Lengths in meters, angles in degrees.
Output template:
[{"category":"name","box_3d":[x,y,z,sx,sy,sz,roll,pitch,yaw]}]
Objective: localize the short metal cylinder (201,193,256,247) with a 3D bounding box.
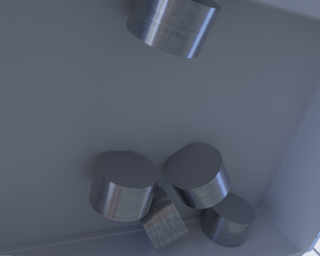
[{"category":"short metal cylinder","box_3d":[0.117,0.155,0.533,0.081,0.080,0.050,1,118,-29]}]

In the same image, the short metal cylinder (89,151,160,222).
[{"category":"short metal cylinder","box_3d":[-0.045,0.071,0.392,0.081,0.080,0.050,2,117,-30]}]

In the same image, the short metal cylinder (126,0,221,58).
[{"category":"short metal cylinder","box_3d":[0.013,-0.111,0.306,0.081,0.080,0.050,5,126,-31]}]

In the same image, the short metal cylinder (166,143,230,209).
[{"category":"short metal cylinder","box_3d":[0.055,0.068,0.445,0.080,0.080,0.050,-33,129,-7]}]

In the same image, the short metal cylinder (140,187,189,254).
[{"category":"short metal cylinder","box_3d":[0.000,0.135,0.456,0.050,0.080,0.080,-28,128,-11]}]
